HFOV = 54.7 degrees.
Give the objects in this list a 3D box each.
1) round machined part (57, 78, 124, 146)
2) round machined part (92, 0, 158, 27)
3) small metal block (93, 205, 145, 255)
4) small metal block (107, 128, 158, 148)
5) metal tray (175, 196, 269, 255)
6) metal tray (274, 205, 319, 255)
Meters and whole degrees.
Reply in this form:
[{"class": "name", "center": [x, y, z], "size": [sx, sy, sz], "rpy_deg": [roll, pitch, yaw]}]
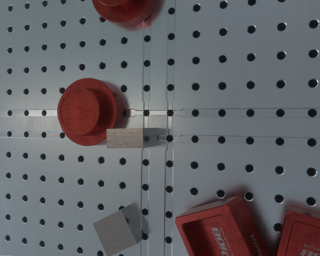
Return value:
[{"class": "round machined part", "center": [-0.105, -0.023, 0.441], "size": [0.098, 0.042, 0.097], "rpy_deg": [0, 90, 20]}, {"class": "round machined part", "center": [-0.052, -0.193, 0.422], "size": [0.098, 0.042, 0.097], "rpy_deg": [0, 90, 20]}, {"class": "small metal block", "center": [-0.058, 0.144, 0.433], "size": [0.050, 0.025, 0.050], "rpy_deg": [-30, 80, 17]}, {"class": "small metal block", "center": [-0.036, 0.013, 0.412], "size": [0.050, 0.050, 0.025], "rpy_deg": [-2, 90, 20]}, {"class": "metal tray", "center": [0.080, 0.153, 0.362], "size": [0.090, 0.030, 0.129], "rpy_deg": [-31, 79, 43]}, {"class": "metal tray", "center": [0.197, 0.148, 0.340], "size": [0.130, 0.030, 0.089], "rpy_deg": [13, 94, 19]}]
